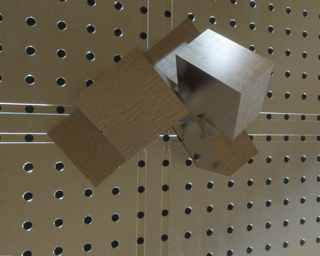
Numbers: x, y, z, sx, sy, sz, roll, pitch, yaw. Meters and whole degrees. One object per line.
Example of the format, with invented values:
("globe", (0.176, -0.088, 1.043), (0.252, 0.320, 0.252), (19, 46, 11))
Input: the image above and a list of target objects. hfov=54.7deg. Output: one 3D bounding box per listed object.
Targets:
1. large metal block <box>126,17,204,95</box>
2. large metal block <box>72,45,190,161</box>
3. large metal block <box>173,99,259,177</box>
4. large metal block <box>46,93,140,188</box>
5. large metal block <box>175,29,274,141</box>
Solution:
("large metal block", (0.006, -0.081, 0.385), (0.080, 0.080, 0.050), (-43, 104, -15))
("large metal block", (-0.028, -0.028, 0.320), (0.080, 0.050, 0.080), (-38, 104, 10))
("large metal block", (0.069, 0.011, 0.408), (0.050, 0.080, 0.080), (-36, 102, -17))
("large metal block", (-0.076, 0.011, 0.371), (0.080, 0.050, 0.080), (-41, 104, -16))
("large metal block", (0.065, -0.046, 0.333), (0.080, 0.080, 0.050), (38, 68, 27))
